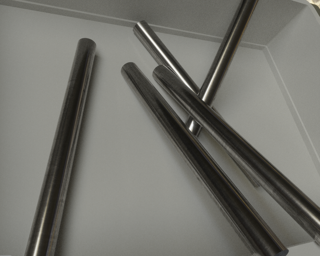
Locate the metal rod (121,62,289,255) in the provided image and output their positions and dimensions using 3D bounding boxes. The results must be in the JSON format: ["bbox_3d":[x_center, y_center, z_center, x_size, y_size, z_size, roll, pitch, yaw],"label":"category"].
[{"bbox_3d":[0.022,0.009,0.334,0.025,0.025,0.300,-4,39,-30],"label":"metal rod"}]

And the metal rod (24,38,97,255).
[{"bbox_3d":[-0.104,0.014,0.340,0.025,0.025,0.300,15,55,-20],"label":"metal rod"}]

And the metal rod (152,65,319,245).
[{"bbox_3d":[0.076,0.008,0.365,0.025,0.025,0.300,-10,43,-33],"label":"metal rod"}]

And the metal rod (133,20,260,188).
[{"bbox_3d":[0.057,-0.041,0.460,0.025,0.025,0.299,-30,78,-38],"label":"metal rod"}]

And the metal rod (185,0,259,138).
[{"bbox_3d":[0.103,-0.125,0.449,0.025,0.025,0.299,27,80,-12],"label":"metal rod"}]
